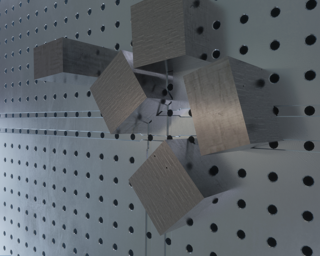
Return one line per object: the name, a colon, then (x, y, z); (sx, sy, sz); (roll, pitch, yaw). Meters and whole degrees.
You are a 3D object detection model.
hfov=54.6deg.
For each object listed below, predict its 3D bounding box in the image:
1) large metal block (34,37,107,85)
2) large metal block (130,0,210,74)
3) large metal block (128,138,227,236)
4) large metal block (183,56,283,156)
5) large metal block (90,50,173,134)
large metal block: (-0.142, -0.102, 0.492); (0.080, 0.081, 0.050); (-3, 89, 40)
large metal block: (0.012, -0.117, 0.385); (0.080, 0.050, 0.080); (-5, 87, 40)
large metal block: (0.019, 0.070, 0.378); (0.080, 0.050, 0.080); (-49, 61, 29)
large metal block: (0.075, -0.019, 0.312); (0.050, 0.081, 0.080); (-19, 78, 38)
large metal block: (-0.042, -0.047, 0.429); (0.080, 0.050, 0.080); (-42, 65, 32)
